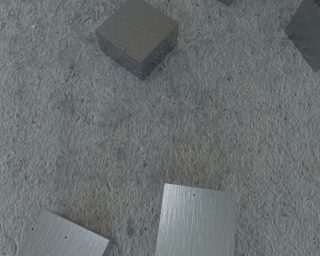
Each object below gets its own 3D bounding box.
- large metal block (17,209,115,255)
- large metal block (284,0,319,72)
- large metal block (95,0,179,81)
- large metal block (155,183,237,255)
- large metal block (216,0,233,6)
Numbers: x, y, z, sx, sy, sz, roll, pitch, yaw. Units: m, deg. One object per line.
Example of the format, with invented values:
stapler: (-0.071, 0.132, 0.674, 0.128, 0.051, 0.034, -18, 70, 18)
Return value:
large metal block: (-0.106, 0.145, 0.341, 0.080, 0.050, 0.080, 23, 72, 8)
large metal block: (0.231, -0.139, 0.431, 0.050, 0.080, 0.080, -24, 72, -8)
large metal block: (-0.031, -0.128, 0.441, 0.080, 0.050, 0.080, 37, 74, 12)
large metal block: (0.040, 0.112, 0.354, 0.080, 0.050, 0.080, 8, 70, 3)
large metal block: (0.098, -0.254, 0.488, 0.080, 0.050, 0.080, 32, 73, 11)
